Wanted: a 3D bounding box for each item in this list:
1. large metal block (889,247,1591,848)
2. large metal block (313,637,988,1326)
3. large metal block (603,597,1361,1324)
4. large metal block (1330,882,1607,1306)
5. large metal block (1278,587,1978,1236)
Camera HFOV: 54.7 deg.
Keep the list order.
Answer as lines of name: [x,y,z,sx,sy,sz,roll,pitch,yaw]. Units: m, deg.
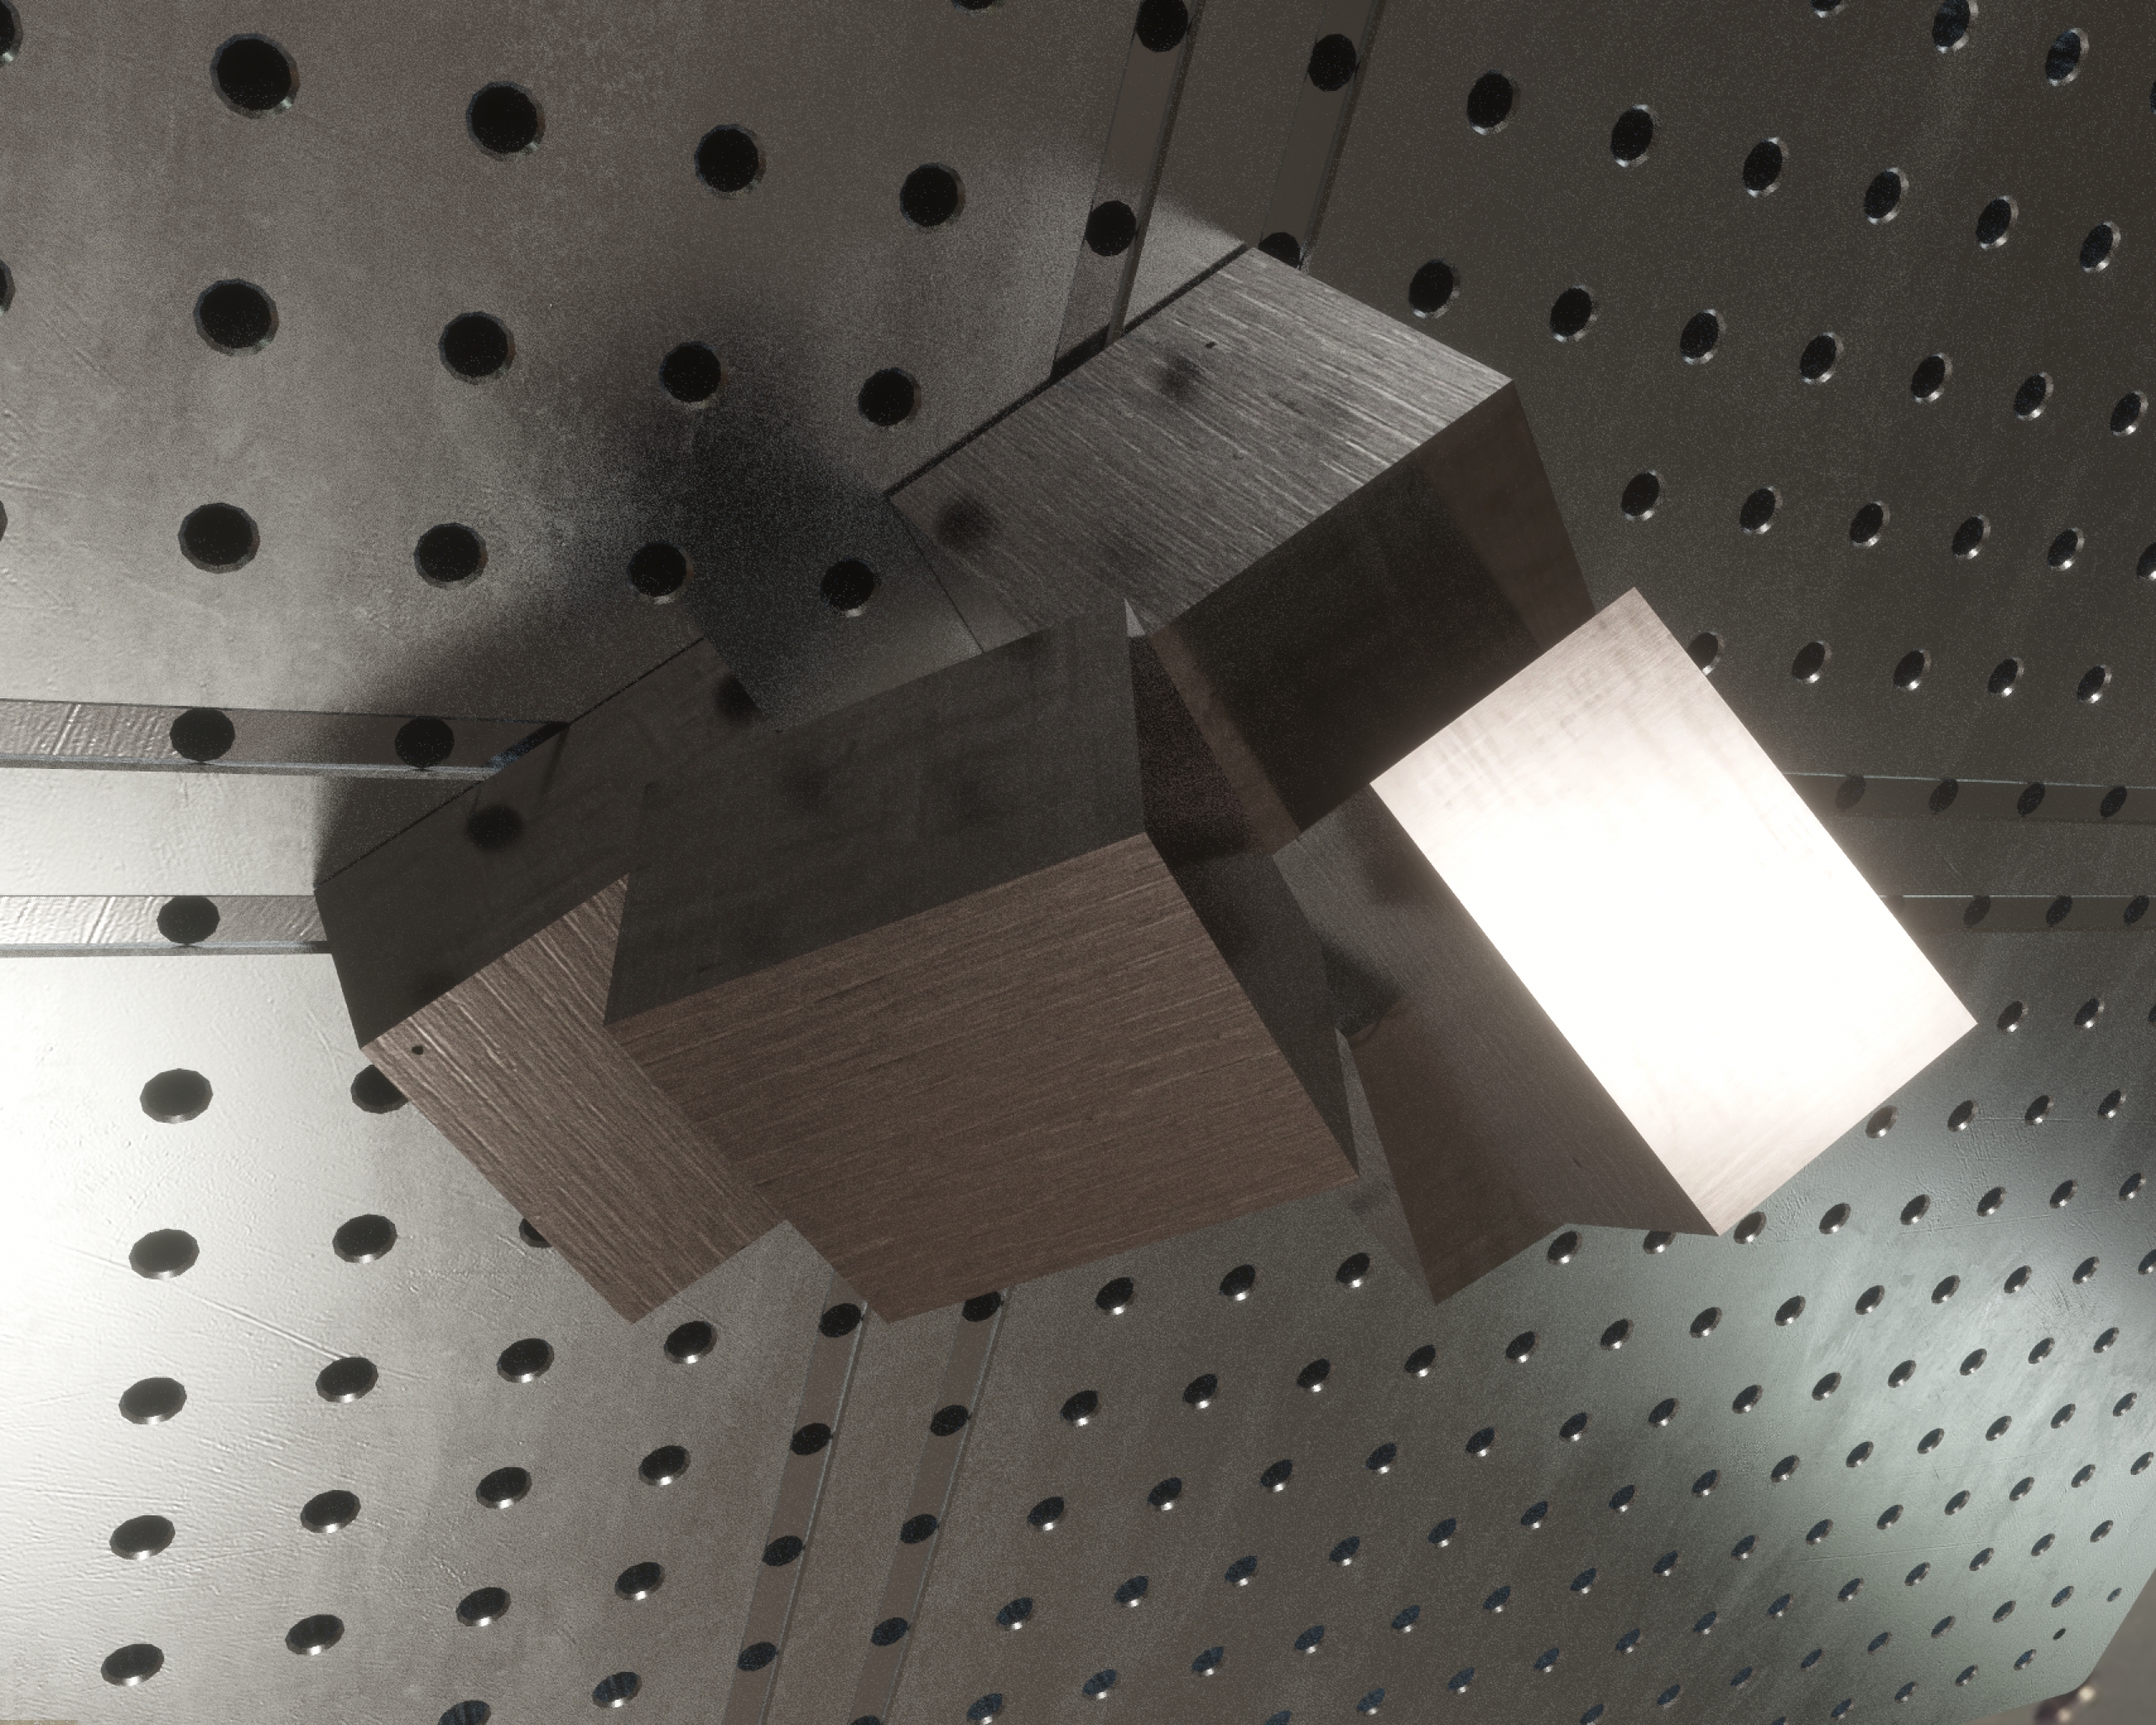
large metal block: [0.026,-0.052,0.357,0.080,0.080,0.050,-36,129,-5]
large metal block: [-0.072,0.021,0.369,0.080,0.050,0.080,-34,129,-6]
large metal block: [-0.012,0.018,0.316,0.080,0.050,0.080,-20,131,15]
large metal block: [0.064,0.029,0.428,0.050,0.080,0.080,-30,129,-10]
large metal block: [0.081,0.012,0.337,0.050,0.080,0.080,-37,87,-10]
